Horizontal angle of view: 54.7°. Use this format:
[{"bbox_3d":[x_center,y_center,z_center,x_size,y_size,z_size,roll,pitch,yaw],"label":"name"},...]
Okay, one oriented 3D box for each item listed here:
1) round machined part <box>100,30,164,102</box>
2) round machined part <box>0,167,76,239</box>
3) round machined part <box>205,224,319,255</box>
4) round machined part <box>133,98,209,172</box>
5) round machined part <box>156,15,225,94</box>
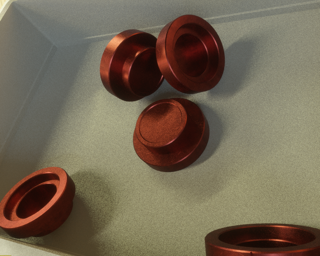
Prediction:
[{"bbox_3d":[-0.029,-0.081,0.424,0.042,0.098,0.098,31,79,38],"label":"round machined part"},{"bbox_3d":[-0.154,0.100,0.401,0.098,0.042,0.098,-16,34,12],"label":"round machined part"},{"bbox_3d":[0.088,0.109,0.252,0.098,0.098,0.042,-7,82,24],"label":"round machined part"},{"bbox_3d":[0.009,0.002,0.389,0.098,0.042,0.098,-13,56,21],"label":"round machined part"},{"bbox_3d":[0.035,-0.092,0.404,0.042,0.098,0.098,-7,55,55],"label":"round machined part"}]
